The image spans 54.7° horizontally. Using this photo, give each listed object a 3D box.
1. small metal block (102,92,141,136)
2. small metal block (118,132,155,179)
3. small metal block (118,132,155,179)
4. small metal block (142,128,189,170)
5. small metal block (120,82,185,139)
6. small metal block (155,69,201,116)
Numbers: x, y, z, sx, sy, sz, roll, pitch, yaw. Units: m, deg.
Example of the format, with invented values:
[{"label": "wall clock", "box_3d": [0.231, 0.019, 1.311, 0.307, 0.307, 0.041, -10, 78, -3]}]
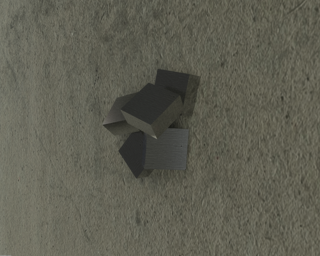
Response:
[{"label": "small metal block", "box_3d": [-0.044, -0.020, 0.424, 0.050, 0.025, 0.050, -10, 46, 39]}, {"label": "small metal block", "box_3d": [-0.023, 0.033, 0.424, 0.050, 0.025, 0.050, -52, 60, 27]}, {"label": "small metal block", "box_3d": [-0.023, 0.033, 0.424, 0.050, 0.025, 0.050, -52, 60, 27]}, {"label": "small metal block", "box_3d": [0.006, 0.024, 0.381, 0.025, 0.050, 0.050, -164, 78, -77]}, {"label": "small metal block", "box_3d": [-0.008, -0.021, 0.361, 0.050, 0.025, 0.050, 27, 63, 36]}, {"label": "small metal block", "box_3d": [0.019, -0.045, 0.389, 0.050, 0.025, 0.050, 18, 101, 38]}]
